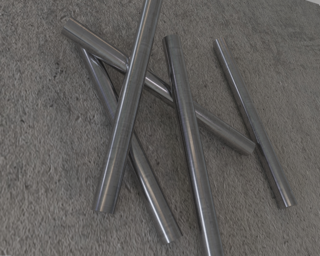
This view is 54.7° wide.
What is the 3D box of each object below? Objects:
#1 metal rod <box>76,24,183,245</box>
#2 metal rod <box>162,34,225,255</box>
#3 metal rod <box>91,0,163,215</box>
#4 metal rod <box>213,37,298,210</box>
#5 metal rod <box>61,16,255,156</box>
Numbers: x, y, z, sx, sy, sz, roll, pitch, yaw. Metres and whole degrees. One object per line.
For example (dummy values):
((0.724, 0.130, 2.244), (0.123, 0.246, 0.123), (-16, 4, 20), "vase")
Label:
((-0.048, -0.006, 0.381), (0.025, 0.025, 0.299), (-14, 69, -34), "metal rod")
((0.039, 0.023, 0.377), (0.025, 0.025, 0.299), (-1, 73, -29), "metal rod")
((-0.032, -0.052, 0.369), (0.025, 0.025, 0.299), (18, 70, -18), "metal rod")
((0.143, -0.021, 0.493), (0.025, 0.025, 0.299), (-2, 63, -29), "metal rod")
((0.008, -0.047, 0.417), (0.301, 0.025, 0.025), (33, 51, -15), "metal rod")
